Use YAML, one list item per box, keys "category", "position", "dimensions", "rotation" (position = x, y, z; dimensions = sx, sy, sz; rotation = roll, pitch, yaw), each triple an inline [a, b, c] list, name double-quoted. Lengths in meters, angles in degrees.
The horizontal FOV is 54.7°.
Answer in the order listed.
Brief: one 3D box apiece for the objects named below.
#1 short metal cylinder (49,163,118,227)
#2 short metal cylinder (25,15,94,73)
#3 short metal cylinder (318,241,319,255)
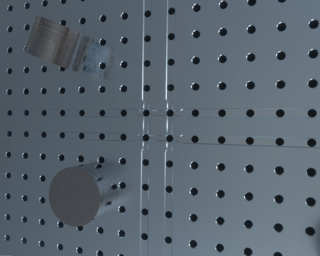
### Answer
- category: "short metal cylinder"
  position: [-0.107, 0.092, 0.437]
  dimensions: [0.080, 0.050, 0.079]
  rotation: [0, 90, 20]
- category: "short metal cylinder"
  position: [-0.139, -0.116, 0.432]
  dimensions: [0.080, 0.080, 0.050]
  rotation: [25, 99, 18]
- category: "short metal cylinder"
  position: [0.213, 0.145, 0.324]
  dimensions: [0.080, 0.050, 0.079]
  rotation: [0, 90, 20]
